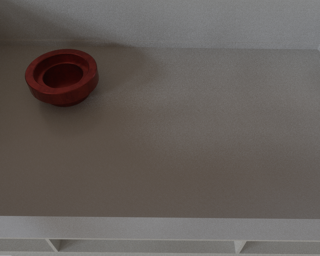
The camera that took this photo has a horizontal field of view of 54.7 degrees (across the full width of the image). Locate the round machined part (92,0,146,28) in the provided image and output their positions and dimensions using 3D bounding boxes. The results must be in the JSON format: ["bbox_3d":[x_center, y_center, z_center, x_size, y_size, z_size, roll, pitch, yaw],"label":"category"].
[{"bbox_3d":[-0.076,-0.226,0.585,0.099,0.042,0.098,0,50,0],"label":"round machined part"}]

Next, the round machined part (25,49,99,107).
[{"bbox_3d":[-0.138,-0.068,0.450,0.099,0.042,0.098,0,50,0],"label":"round machined part"}]
